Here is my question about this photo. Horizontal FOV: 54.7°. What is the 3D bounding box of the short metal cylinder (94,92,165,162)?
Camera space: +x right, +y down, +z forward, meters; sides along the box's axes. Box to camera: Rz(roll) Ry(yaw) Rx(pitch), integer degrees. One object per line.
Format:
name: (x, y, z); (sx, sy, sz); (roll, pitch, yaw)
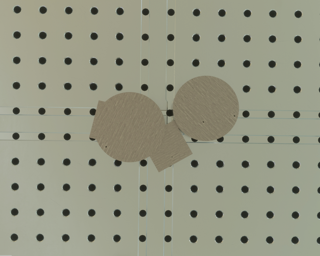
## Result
short metal cylinder: (-0.034, -0.001, 0.375); (0.081, 0.050, 0.079); (0, 90, 0)

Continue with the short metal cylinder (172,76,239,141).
short metal cylinder: (0.056, -0.024, 0.401); (0.081, 0.050, 0.079); (0, 90, 0)

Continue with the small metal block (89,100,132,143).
small metal block: (-0.061, -0.006, 0.413); (0.050, 0.025, 0.050); (14, 90, 0)

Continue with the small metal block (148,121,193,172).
small metal block: (0.008, 0.024, 0.413); (0.050, 0.025, 0.050); (-29, 90, 0)
